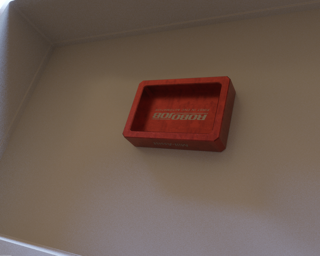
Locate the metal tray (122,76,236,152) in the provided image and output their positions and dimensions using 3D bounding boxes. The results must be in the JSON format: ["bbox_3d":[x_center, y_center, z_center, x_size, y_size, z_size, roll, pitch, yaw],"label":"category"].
[{"bbox_3d":[0.024,-0.019,0.400,0.130,0.030,0.090,2,62,28],"label":"metal tray"}]
